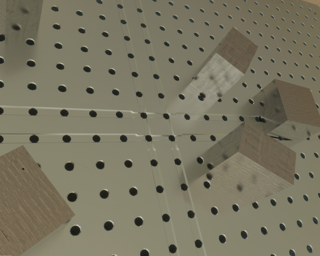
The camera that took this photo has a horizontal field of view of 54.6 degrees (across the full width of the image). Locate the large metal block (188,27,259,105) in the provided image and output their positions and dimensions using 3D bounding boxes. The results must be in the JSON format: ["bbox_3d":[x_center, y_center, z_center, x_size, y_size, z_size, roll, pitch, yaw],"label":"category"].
[{"bbox_3d":[0.098,-0.096,0.484,0.050,0.080,0.080,37,51,-4],"label":"large metal block"}]

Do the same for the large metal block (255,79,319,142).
[{"bbox_3d":[0.218,-0.029,0.526,0.081,0.050,0.080,10,58,-23],"label":"large metal block"}]

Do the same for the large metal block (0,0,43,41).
[{"bbox_3d":[-0.189,-0.168,0.374,0.080,0.080,0.050,46,51,4],"label":"large metal block"}]

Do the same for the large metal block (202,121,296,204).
[{"bbox_3d":[0.115,0.048,0.405,0.080,0.080,0.050,31,52,-8],"label":"large metal block"}]

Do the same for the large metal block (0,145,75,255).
[{"bbox_3d":[-0.137,0.075,0.273,0.080,0.050,0.080,-34,81,-38],"label":"large metal block"}]
